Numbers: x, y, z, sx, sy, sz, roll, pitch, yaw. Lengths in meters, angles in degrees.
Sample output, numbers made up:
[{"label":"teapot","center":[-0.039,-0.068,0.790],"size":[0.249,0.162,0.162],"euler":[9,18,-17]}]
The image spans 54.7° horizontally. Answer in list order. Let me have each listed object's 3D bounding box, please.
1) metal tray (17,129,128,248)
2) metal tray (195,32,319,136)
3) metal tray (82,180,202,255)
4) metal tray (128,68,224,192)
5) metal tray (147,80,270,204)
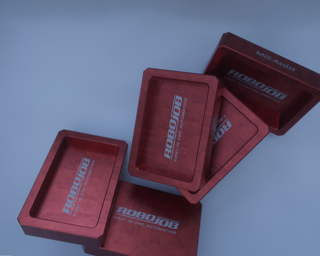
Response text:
[{"label":"metal tray","center":[-0.096,0.066,0.368],"size":[0.091,0.030,0.130],"euler":[11,49,-1]},{"label":"metal tray","center":[0.117,-0.050,0.381],"size":[0.131,0.089,0.030],"euler":[25,52,-1]},{"label":"metal tray","center":[-0.018,0.120,0.382],"size":[0.131,0.030,0.090],"euler":[15,48,-1]},{"label":"metal tray","center":[0.017,0.000,0.364],"size":[0.090,0.030,0.129],"euler":[11,94,21]},{"label":"metal tray","center":[0.057,0.017,0.381],"size":[0.090,0.030,0.130],"euler":[46,105,15]}]
